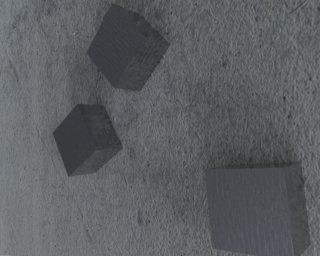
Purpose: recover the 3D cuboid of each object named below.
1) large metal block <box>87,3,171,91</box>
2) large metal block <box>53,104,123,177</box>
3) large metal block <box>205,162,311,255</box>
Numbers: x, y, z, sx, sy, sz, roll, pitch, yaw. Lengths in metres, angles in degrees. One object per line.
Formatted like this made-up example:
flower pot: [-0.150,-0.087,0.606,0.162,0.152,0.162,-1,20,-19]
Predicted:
large metal block: [-0.045,-0.109,0.426,0.080,0.050,0.080,51,120,28]
large metal block: [-0.115,0.019,0.483,0.080,0.050,0.080,-41,66,32]
large metal block: [0.096,0.078,0.309,0.080,0.050,0.080,-8,85,39]
